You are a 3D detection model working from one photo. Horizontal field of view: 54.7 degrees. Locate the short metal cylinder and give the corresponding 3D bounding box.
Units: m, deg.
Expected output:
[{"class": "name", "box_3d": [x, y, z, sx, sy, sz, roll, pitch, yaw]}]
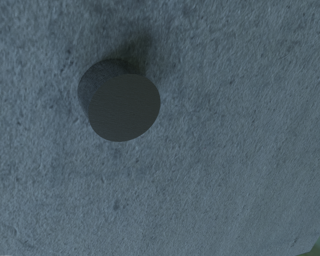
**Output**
[{"class": "short metal cylinder", "box_3d": [-0.046, -0.031, 0.347, 0.081, 0.050, 0.079, -14, 125, -21]}]
